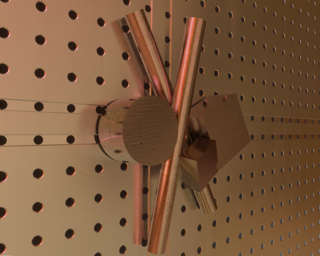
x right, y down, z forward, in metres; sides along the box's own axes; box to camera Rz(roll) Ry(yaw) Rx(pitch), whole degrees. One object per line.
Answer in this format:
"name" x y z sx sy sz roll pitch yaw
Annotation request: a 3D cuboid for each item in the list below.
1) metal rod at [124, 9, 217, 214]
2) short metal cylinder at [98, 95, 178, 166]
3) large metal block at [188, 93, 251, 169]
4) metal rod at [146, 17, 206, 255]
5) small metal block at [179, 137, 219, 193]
"metal rod" 0.021 -0.009 0.422 0.025 0.025 0.299 -35 112 -34
"short metal cylinder" -0.025 0.003 0.368 0.081 0.050 0.079 0 90 -41
"large metal block" 0.081 0.003 0.455 0.081 0.050 0.080 -34 111 -35
"metal rod" 0.020 0.011 0.396 0.025 0.025 0.298 8 93 -40
"small metal block" 0.053 0.047 0.408 0.050 0.025 0.050 -39 129 -42
